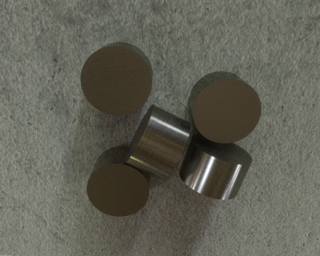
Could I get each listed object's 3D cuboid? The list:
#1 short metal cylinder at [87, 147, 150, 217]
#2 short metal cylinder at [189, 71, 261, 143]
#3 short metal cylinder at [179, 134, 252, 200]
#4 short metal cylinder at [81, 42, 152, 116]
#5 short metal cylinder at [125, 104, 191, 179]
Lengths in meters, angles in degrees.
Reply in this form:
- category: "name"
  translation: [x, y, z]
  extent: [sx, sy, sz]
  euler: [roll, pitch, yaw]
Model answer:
- category: "short metal cylinder"
  translation: [-0.054, 0.072, 0.421]
  extent: [0.081, 0.050, 0.079]
  euler: [0, 112, 0]
- category: "short metal cylinder"
  translation: [0.079, -0.027, 0.388]
  extent: [0.081, 0.050, 0.079]
  euler: [0, 110, -1]
- category: "short metal cylinder"
  translation: [0.071, 0.048, 0.399]
  extent: [0.080, 0.080, 0.050]
  euler: [16, 109, -6]
- category: "short metal cylinder"
  translation: [-0.049, -0.061, 0.373]
  extent: [0.081, 0.050, 0.079]
  euler: [0, 110, -1]
- category: "short metal cylinder"
  translation: [-0.004, 0.017, 0.387]
  extent: [0.050, 0.080, 0.080]
  euler: [26, 108, -10]
